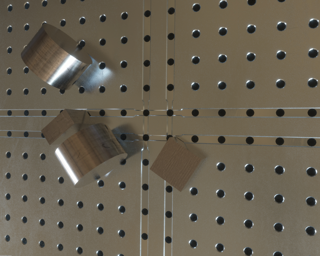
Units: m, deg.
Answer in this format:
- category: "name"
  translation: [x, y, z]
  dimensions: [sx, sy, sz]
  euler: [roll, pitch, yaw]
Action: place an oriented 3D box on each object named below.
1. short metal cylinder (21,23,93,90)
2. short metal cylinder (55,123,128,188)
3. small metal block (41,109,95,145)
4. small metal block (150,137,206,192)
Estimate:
- category: "short metal cylinder"
  translation: [-0.143, -0.099, 0.434]
  dimensions: [0.050, 0.080, 0.080]
  euler: [-45, 76, 14]
- category: "short metal cylinder"
  translation: [-0.091, 0.037, 0.416]
  dimensions: [0.080, 0.080, 0.050]
  euler: [-39, 78, 16]
- category: "small metal block"
  translation: [-0.131, -0.001, 0.446]
  dimensions: [0.050, 0.050, 0.025]
  euler: [-38, 78, 16]
- category: "small metal block"
  translation: [0.023, 0.046, 0.404]
  dimensions: [0.050, 0.025, 0.050]
  euler: [34, 101, 16]
